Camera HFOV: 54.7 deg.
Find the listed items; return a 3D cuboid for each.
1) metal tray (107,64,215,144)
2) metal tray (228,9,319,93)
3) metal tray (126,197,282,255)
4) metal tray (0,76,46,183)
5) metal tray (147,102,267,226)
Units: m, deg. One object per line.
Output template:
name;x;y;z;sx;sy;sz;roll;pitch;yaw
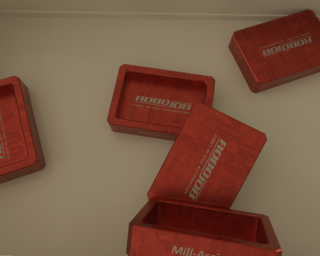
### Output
metal tray;0.003;-0.032;0.418;0.131;0.030;0.090;9;70;3
metal tray;0.179;-0.113;0.450;0.131;0.030;0.090;-19;71;-7
metal tray;0.043;0.104;0.305;0.131;0.090;0.030;7;94;11
metal tray;-0.211;0.004;0.402;0.091;0.030;0.130;-18;71;-7
metal tray;0.054;0.046;0.367;0.090;0.030;0.129;28;93;9
